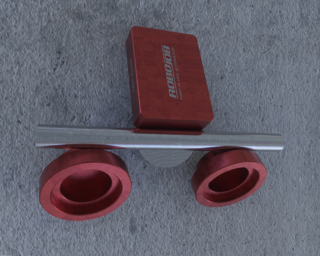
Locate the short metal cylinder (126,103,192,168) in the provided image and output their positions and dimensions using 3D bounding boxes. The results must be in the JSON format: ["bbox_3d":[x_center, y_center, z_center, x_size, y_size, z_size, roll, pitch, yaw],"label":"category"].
[{"bbox_3d":[0.001,0.008,0.399,0.081,0.050,0.079,0,90,-21],"label":"short metal cylinder"}]

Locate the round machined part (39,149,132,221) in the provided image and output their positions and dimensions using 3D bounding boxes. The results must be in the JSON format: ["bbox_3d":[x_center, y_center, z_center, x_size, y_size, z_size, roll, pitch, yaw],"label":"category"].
[{"bbox_3d":[-0.085,0.059,0.353,0.099,0.042,0.097,-11,132,-12],"label":"round machined part"}]

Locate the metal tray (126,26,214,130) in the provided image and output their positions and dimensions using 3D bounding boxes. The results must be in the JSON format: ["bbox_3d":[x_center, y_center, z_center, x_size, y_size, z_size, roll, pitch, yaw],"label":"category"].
[{"bbox_3d":[0.009,-0.062,0.383,0.091,0.030,0.130,2,63,-20],"label":"metal tray"}]

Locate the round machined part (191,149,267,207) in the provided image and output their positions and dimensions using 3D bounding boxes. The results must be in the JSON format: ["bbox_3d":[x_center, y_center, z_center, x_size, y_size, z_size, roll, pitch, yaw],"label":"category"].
[{"bbox_3d":[0.088,0.061,0.417,0.099,0.042,0.097,-10,136,-10],"label":"round machined part"}]

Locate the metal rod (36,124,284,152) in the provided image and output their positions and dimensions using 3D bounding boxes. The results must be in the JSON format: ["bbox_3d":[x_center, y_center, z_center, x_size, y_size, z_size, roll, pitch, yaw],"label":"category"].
[{"bbox_3d":[0.017,0.014,0.365,0.303,0.025,0.025,2,89,-21],"label":"metal rod"}]
